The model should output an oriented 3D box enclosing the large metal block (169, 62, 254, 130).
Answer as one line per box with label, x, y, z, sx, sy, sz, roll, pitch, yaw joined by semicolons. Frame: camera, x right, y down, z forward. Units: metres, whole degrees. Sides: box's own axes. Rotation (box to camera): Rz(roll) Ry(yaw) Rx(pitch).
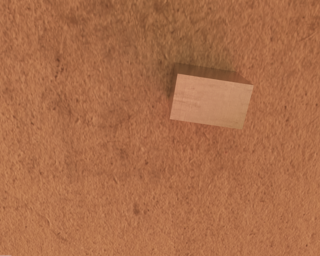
large metal block;0.054;-0.041;0.366;0.080;0.080;0.050;8;110;-3
